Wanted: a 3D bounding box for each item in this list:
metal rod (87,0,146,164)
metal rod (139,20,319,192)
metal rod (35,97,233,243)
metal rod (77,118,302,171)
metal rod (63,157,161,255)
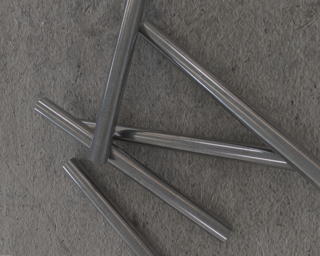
[{"bbox_3d":[-0.046,-0.103,0.399,0.025,0.025,0.299,10,84,19],"label":"metal rod"},{"bbox_3d":[0.081,-0.035,0.364,0.300,0.025,0.025,45,104,20],"label":"metal rod"},{"bbox_3d":[-0.041,0.049,0.405,0.301,0.025,0.025,33,101,10],"label":"metal rod"},{"bbox_3d":[0.021,0.018,0.401,0.301,0.025,0.025,8,93,19],"label":"metal rod"},{"bbox_3d":[-0.030,0.156,0.419,0.300,0.025,0.025,45,104,14],"label":"metal rod"}]
